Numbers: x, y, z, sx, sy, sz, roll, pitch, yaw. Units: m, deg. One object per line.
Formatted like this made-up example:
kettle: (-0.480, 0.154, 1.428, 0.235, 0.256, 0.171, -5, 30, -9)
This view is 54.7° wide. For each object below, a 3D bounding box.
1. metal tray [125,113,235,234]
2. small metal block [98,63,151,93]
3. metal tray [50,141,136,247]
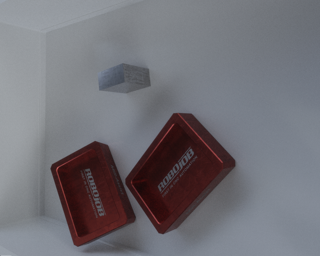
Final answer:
metal tray: (0.019, 0.056, 0.385, 0.090, 0.030, 0.129, 50, 119, 28)
small metal block: (-0.049, -0.067, 0.429, 0.050, 0.050, 0.025, -10, 84, 39)
metal tray: (-0.102, 0.096, 0.463, 0.090, 0.030, 0.130, -28, 71, 11)
